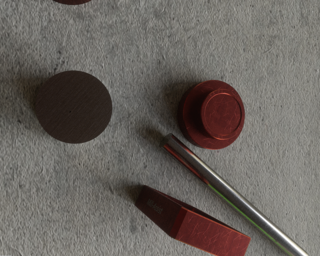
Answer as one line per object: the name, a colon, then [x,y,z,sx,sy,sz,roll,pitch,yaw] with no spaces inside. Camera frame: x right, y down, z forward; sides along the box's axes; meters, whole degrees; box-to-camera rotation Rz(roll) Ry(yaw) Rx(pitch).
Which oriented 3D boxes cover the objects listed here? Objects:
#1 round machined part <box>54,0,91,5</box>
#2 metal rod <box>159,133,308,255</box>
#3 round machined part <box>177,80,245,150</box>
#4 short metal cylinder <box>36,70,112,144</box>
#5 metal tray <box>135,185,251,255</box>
round machined part: [-0.107,-0.200,0.361,0.099,0.042,0.097,0,90,-21]
metal rod: [0.116,0.111,0.453,0.300,0.025,0.025,41,77,-16]
round machined part: [0.077,-0.018,0.430,0.099,0.042,0.097,0,90,-21]
short metal cylinder: [-0.100,-0.023,0.359,0.081,0.050,0.079,0,90,-21]
metal tray: [0.031,0.109,0.366,0.090,0.130,0.030,28,81,-18]
